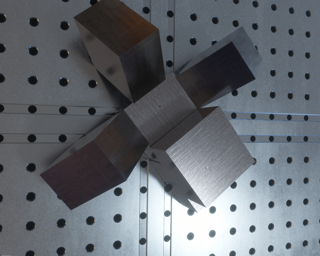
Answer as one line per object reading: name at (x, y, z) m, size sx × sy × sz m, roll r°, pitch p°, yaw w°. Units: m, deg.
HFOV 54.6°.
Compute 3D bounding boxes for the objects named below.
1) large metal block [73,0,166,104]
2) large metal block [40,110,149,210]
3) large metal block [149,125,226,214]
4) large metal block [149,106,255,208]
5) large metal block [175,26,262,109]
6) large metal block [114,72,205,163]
large metal block at (-0.042, -0.088, 0.351) m, size 0.050 × 0.080 × 0.080 m, roll -40°, pitch 64°, yaw -15°
large metal block at (-0.068, 0.033, 0.342) m, size 0.080 × 0.080 × 0.050 m, roll -31°, pitch 103°, yaw 25°
large metal block at (0.047, 0.052, 0.416) m, size 0.080 × 0.050 × 0.080 m, roll -39°, pitch 101°, yaw -17°
large metal block at (0.049, 0.031, 0.363) m, size 0.080 × 0.050 × 0.080 m, roll -39°, pitch 103°, yaw -17°
large metal block at (0.077, -0.077, 0.395) m, size 0.050 × 0.080 × 0.080 m, roll 54°, pitch 34°, yaw -12°
large metal block at (0.001, -0.013, 0.399) m, size 0.080 × 0.050 × 0.080 m, roll -40°, pitch 103°, yaw -16°
